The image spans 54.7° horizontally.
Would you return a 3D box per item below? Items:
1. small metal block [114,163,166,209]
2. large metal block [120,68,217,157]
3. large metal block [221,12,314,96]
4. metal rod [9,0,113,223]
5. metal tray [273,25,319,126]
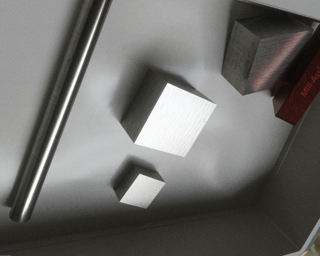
[{"bbox_3d":[-0.029,0.085,0.447,0.050,0.025,0.050,27,104,-38],"label":"small metal block"},{"bbox_3d":[0.010,-0.017,0.389,0.081,0.050,0.080,18,109,-36],"label":"large metal block"},{"bbox_3d":[0.134,-0.096,0.398,0.081,0.050,0.079,-15,138,-20],"label":"large metal block"},{"bbox_3d":[-0.110,-0.020,0.336,0.025,0.025,0.298,14,111,-34],"label":"metal rod"},{"bbox_3d":[0.205,-0.076,0.427,0.030,0.090,0.129,28,116,6],"label":"metal tray"}]
